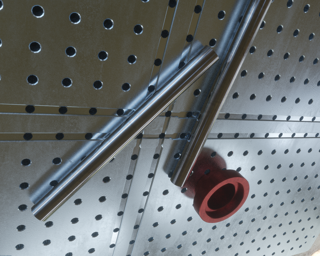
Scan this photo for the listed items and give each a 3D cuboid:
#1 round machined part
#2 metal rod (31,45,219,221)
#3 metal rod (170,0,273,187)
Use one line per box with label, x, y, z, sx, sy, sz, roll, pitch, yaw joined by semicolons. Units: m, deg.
round machined part;0.098;0.110;0.524;0.099;0.042;0.097;-14;125;-21
metal rod;-0.044;0.007;0.392;0.300;0.025;0.025;-43;130;1
metal rod;0.080;-0.046;0.428;0.025;0.025;0.298;8;114;-33
